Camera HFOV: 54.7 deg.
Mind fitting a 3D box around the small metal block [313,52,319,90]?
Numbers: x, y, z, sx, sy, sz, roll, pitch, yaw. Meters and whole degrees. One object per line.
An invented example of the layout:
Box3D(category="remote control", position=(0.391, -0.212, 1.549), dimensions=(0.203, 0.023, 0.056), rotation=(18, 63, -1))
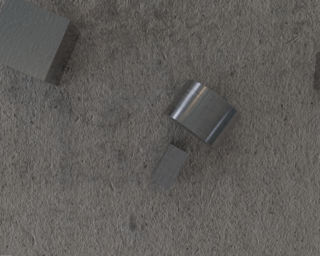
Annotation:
Box3D(category="small metal block", position=(0.237, -0.075, 0.412), dimensions=(0.050, 0.025, 0.050), rotation=(6, 90, 0))

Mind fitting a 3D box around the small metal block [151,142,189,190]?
Box3D(category="small metal block", position=(0.012, 0.047, 0.398), dimensions=(0.025, 0.050, 0.050), rotation=(29, 90, 0))

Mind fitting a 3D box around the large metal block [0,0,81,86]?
Box3D(category="large metal block", position=(-0.160, -0.108, 0.396), dimensions=(0.080, 0.050, 0.080), rotation=(23, 90, 0))

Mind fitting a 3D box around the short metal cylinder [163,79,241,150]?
Box3D(category="short metal cylinder", position=(0.051, -0.016, 0.383), dimensions=(0.080, 0.080, 0.050), rotation=(36, 90, 0))
